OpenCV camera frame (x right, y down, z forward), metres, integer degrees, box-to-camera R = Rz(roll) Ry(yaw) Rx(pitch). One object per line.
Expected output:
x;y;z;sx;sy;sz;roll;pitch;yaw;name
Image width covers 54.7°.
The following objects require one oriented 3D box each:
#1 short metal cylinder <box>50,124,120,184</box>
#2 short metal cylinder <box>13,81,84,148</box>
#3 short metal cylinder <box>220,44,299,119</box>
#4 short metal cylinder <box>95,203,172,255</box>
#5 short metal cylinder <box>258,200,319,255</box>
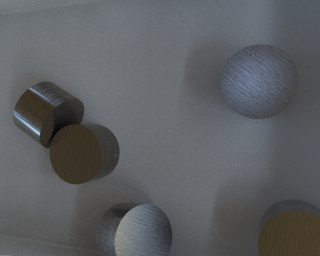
-0.104;0.035;0.433;0.080;0.050;0.079;0;90;19;short metal cylinder
-0.154;-0.018;0.434;0.050;0.080;0.080;32;100;17;short metal cylinder
0.114;-0.050;0.357;0.080;0.050;0.079;0;90;19;short metal cylinder
-0.032;0.134;0.384;0.050;0.081;0.080;-15;84;52;short metal cylinder
0.152;0.125;0.344;0.080;0.050;0.079;0;90;19;short metal cylinder
